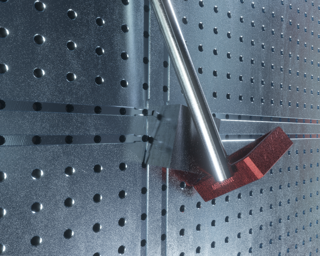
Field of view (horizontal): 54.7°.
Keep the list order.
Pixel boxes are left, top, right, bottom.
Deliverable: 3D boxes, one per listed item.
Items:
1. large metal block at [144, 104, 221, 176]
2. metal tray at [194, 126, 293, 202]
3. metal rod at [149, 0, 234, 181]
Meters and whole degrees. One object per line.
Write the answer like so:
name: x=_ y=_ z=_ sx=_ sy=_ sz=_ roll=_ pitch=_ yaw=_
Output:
large metal block: x=0.032 y=0.018 z=0.422 sx=0.081 sy=0.050 sz=0.080 roll=17 pitch=79 yaw=-39
metal tray: x=0.114 y=0.054 z=0.440 sx=0.091 sy=0.129 sz=0.030 roll=-33 pitch=82 yaw=-35
metal rod: x=0.029 y=-0.079 z=0.388 sx=0.025 sy=0.025 sz=0.299 roll=-18 pitch=87 yaw=-39
